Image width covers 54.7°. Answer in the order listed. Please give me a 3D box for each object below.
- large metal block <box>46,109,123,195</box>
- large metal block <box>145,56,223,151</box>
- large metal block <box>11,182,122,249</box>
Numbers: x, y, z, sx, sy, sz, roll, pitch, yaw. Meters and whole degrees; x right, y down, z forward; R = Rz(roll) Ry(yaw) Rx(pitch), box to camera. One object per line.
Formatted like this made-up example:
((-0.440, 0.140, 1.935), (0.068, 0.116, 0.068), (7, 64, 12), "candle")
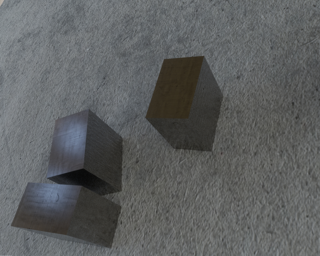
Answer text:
((-0.091, 0.035, 0.395), (0.050, 0.080, 0.080), (-16, 55, 19), "large metal block")
((0.033, -0.027, 0.367), (0.050, 0.080, 0.080), (2, 63, 29), "large metal block")
((-0.105, 0.102, 0.361), (0.080, 0.080, 0.050), (-2, 61, 27), "large metal block")
